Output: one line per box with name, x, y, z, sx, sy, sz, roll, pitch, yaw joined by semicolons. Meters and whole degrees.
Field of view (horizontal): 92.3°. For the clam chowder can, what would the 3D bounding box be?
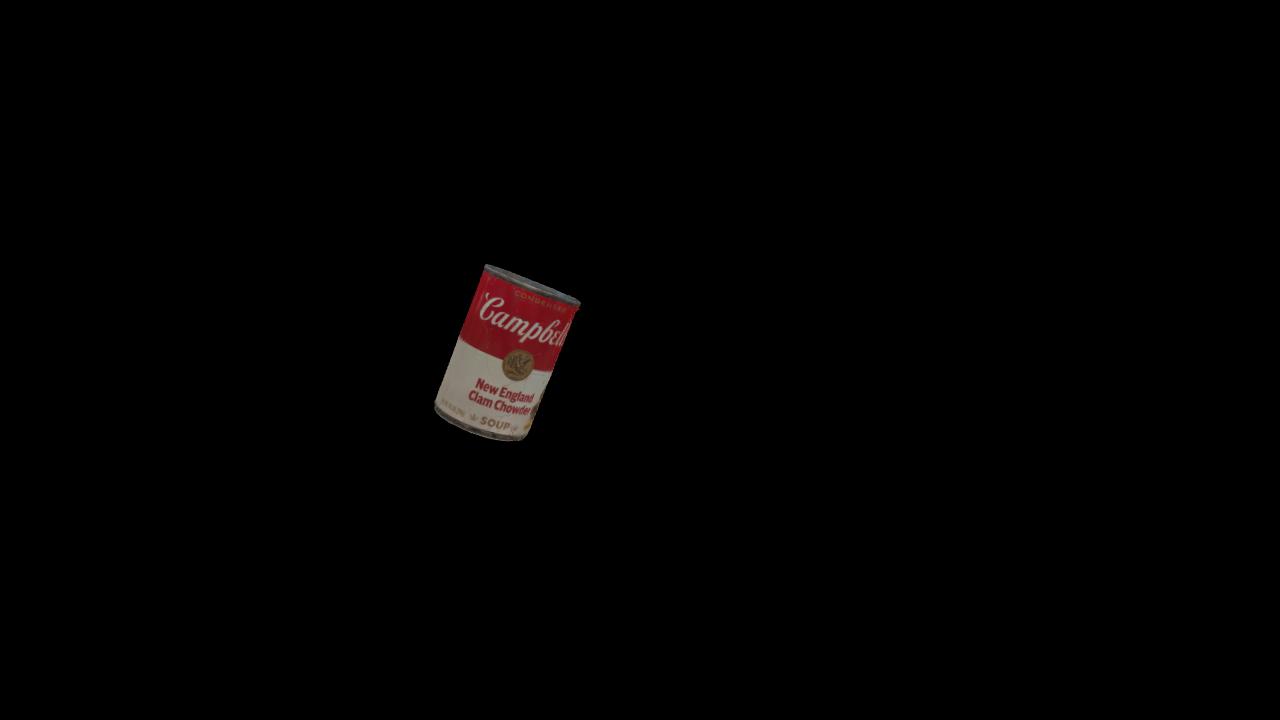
clam chowder can;-0.090;-0.005;0.415;0.068;0.102;0.068;22;6;-3
